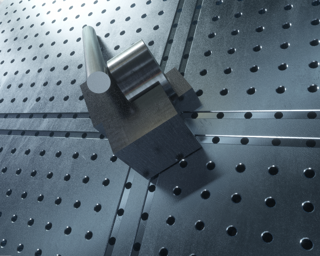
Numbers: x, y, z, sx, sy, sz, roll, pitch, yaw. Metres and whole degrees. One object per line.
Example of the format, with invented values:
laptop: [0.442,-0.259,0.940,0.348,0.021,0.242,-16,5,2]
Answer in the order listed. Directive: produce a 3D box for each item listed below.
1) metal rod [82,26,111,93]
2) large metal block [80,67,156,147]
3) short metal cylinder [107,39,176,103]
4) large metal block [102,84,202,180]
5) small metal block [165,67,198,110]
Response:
metal rod: [-0.101,-0.116,0.463,0.025,0.025,0.300,-35,30,4]
large metal block: [-0.054,-0.023,0.415,0.050,0.080,0.080,-33,52,7]
short metal cylinder: [-0.022,-0.064,0.389,0.050,0.080,0.080,-32,52,7]
large metal block: [-0.008,0.008,0.369,0.080,0.080,0.050,-33,52,7]
small metal block: [0.016,-0.049,0.429,0.050,0.025,0.050,-36,51,4]
